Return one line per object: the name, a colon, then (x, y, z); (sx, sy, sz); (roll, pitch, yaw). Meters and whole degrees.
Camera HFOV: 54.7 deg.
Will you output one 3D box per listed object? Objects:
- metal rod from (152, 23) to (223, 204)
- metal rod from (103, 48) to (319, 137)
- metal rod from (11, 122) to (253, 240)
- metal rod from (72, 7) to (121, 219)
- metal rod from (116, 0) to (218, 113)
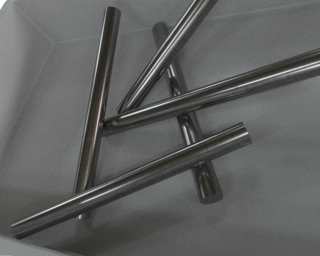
metal rod: (0.027, -0.042, 0.417); (0.025, 0.025, 0.299); (-24, 53, 14)
metal rod: (0.033, -0.031, 0.369); (0.300, 0.025, 0.025); (-15, 55, 33)
metal rod: (-0.043, 0.066, 0.354); (0.300, 0.025, 0.025); (-25, 53, 12)
metal rod: (-0.087, -0.030, 0.428); (0.025, 0.025, 0.299); (-1, 74, 28)
metal rod: (0.032, -0.126, 0.386); (0.299, 0.025, 0.025); (-51, 47, 25)
